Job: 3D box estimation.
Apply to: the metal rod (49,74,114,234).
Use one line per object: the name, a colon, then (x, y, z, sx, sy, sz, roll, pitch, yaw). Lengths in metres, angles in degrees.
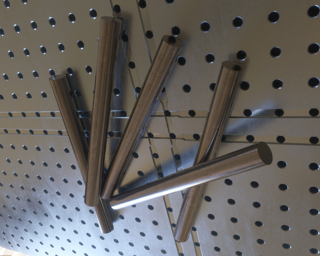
metal rod: (-0.123, 0.058, 0.512, 0.025, 0.025, 0.298, 4, 121, 26)

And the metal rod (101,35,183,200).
metal rod: (-0.039, 0.008, 0.436, 0.025, 0.025, 0.298, 33, 129, 7)

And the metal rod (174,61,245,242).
metal rod: (0.056, 0.054, 0.415, 0.025, 0.025, 0.298, 21, 127, 15)

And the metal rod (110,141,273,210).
metal rod: (0.016, 0.076, 0.424, 0.299, 0.025, 0.025, -29, 103, 46)

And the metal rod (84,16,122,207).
metal rod: (-0.085, -0.003, 0.440, 0.025, 0.025, 0.298, 22, 122, 15)
